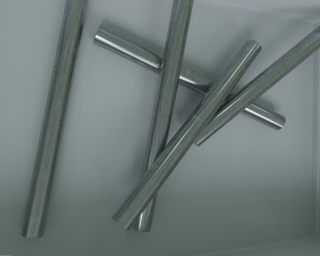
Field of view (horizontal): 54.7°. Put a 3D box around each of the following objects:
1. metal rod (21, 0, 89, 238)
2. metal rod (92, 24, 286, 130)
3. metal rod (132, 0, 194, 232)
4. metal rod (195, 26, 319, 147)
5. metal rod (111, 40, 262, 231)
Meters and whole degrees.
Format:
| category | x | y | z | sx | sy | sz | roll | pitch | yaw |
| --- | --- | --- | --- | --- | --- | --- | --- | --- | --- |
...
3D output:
| category | x | y | z | sx | sy | sz | roll | pitch | yaw |
| --- | --- | --- | --- | --- | --- | --- | --- | --- | --- |
| metal rod | -0.122 | -0.024 | 0.365 | 0.025 | 0.025 | 0.298 | 11 | 86 | -20 |
| metal rod | 0.054 | -0.062 | 0.431 | 0.302 | 0.025 | 0.025 | 22 | 83 | -19 |
| metal rod | 0.003 | -0.016 | 0.393 | 0.025 | 0.025 | 0.298 | 9 | 94 | -20 |
| metal rod | 0.161 | -0.077 | 0.433 | 0.301 | 0.025 | 0.025 | -38 | 103 | -7 |
| metal rod | 0.044 | -0.004 | 0.394 | 0.025 | 0.025 | 0.300 | 43 | 72 | -15 |
